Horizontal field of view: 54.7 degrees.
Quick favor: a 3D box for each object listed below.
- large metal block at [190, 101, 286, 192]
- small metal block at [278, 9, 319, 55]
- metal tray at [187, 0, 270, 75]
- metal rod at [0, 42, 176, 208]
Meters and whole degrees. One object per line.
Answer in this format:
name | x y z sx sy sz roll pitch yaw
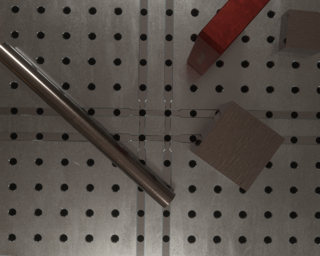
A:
large metal block | 0.097 0.022 0.402 0.080 0.050 0.080 36 90 -1
small metal block | 0.191 -0.128 0.416 0.050 0.025 0.050 5 90 -1
metal tray | 0.078 -0.114 0.362 0.030 0.130 0.090 42 90 0
metal rod | -0.099 -0.003 0.412 0.300 0.025 0.025 42 90 -1
